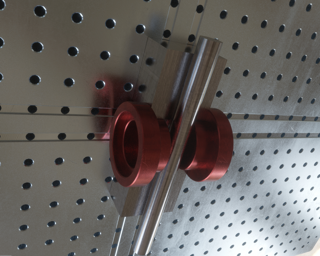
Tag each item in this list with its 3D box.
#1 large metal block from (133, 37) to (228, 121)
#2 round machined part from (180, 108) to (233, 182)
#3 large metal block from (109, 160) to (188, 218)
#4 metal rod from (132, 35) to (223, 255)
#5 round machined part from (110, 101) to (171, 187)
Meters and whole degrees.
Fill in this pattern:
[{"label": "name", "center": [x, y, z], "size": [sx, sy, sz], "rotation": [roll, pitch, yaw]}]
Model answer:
[{"label": "large metal block", "center": [0.022, -0.057, 0.371], "size": [0.081, 0.050, 0.079], "rotation": [2, 118, -30]}, {"label": "round machined part", "center": [0.048, 0.021, 0.402], "size": [0.042, 0.098, 0.097], "rotation": [4, 117, -25]}, {"label": "large metal block", "center": [-0.017, 0.072, 0.430], "size": [0.081, 0.050, 0.079], "rotation": [3, 117, -30]}, {"label": "metal rod", "center": [0.013, 0.039, 0.378], "size": [0.025, 0.025, 0.298], "rotation": [3, 117, -30]}, {"label": "round machined part", "center": [-0.022, 0.018, 0.362], "size": [0.042, 0.098, 0.097], "rotation": [2, 118, -29]}]
